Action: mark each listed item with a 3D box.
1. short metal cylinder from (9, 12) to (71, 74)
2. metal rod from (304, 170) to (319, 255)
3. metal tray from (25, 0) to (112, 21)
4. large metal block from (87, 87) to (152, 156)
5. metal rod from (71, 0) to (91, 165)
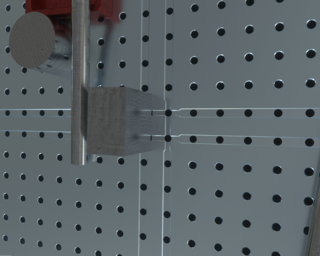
[{"bbox_3d":[-0.172,-0.123,0.458,0.080,0.050,0.079,0,90,19],"label":"short metal cylinder"},{"bbox_3d":[0.181,0.117,0.348,0.025,0.025,0.298,10,93,19],"label":"metal rod"},{"bbox_3d":[-0.134,-0.207,0.455,0.130,0.030,0.089,3,91,19],"label":"metal tray"},{"bbox_3d":[-0.049,-0.008,0.400,0.050,0.080,0.079,2,91,20],"label":"large metal block"},{"bbox_3d":[-0.110,-0.096,0.427,0.025,0.025,0.298,7,101,19],"label":"metal rod"}]
